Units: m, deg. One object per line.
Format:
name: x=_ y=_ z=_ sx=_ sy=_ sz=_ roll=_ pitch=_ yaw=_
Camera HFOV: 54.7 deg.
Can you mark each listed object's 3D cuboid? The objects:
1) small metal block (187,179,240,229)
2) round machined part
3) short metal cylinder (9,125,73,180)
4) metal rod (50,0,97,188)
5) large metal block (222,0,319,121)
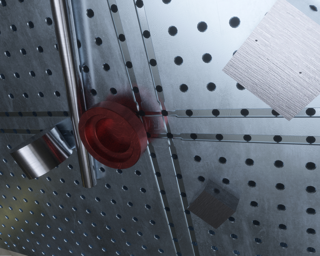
small metal block: x=0.075 y=0.108 z=0.438 sx=0.050 sy=0.025 sz=0.050 roll=34 pitch=129 yaw=5
round machined part: x=-0.061 y=0.006 z=0.435 sx=0.098 sy=0.042 sz=0.097 roll=13 pitch=124 yaw=20
short metal cylinder: x=-0.189 y=0.038 z=0.496 sx=0.080 sy=0.080 sz=0.050 roll=-18 pitch=109 yaw=35
metal rod: x=-0.121 y=-0.032 z=0.452 sx=0.025 sy=0.025 sz=0.298 roll=13 pitch=124 yaw=20
large metal block: x=0.120 y=-0.068 z=0.290 sx=0.080 sy=0.050 sz=0.080 roll=38 pitch=129 yaw=2
